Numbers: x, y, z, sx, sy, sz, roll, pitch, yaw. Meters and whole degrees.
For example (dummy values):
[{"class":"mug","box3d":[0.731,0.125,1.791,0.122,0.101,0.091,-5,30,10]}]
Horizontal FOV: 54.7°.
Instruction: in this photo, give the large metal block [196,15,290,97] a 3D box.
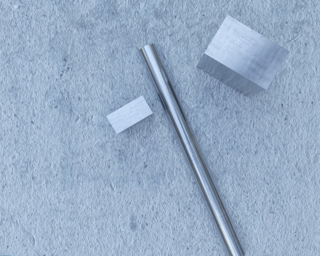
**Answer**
[{"class":"large metal block","box3d":[0.097,-0.084,0.383,0.080,0.080,0.050,31,90,0]}]

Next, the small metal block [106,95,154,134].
[{"class":"small metal block","box3d":[-0.036,-0.016,0.397,0.050,0.050,0.025,-30,90,0]}]

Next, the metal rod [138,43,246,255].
[{"class":"metal rod","box3d":[0.042,0.031,0.410,0.025,0.025,0.299,-24,90,0]}]
